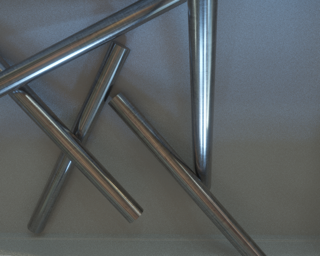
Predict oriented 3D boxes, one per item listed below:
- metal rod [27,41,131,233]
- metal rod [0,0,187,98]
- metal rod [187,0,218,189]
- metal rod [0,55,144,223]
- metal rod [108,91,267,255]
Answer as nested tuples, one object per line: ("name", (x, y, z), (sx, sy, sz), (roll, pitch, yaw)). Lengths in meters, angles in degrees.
("metal rod", (-0.116, 0.024, 0.419), (0.025, 0.025, 0.298), (26, 108, -9))
("metal rod", (-0.109, -0.087, 0.353), (0.301, 0.025, 0.025), (-27, 108, 0))
("metal rod", (0.047, -0.023, 0.339), (0.025, 0.025, 0.298), (-6, 135, 2))
("metal rod", (-0.130, 0.003, 0.387), (0.025, 0.025, 0.300), (-40, 97, 13))
("metal rod", (0.041, 0.074, 0.406), (0.025, 0.025, 0.300), (-40, 94, 13))
